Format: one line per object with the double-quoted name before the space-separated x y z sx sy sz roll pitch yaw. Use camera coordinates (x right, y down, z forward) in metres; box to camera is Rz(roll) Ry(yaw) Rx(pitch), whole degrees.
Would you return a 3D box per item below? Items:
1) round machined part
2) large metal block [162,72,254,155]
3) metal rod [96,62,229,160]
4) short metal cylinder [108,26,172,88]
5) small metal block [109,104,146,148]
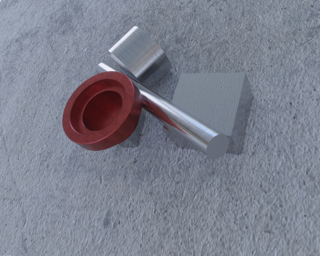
"round machined part" -0.064 -0.017 0.374 0.098 0.042 0.098 -12 58 21
"large metal block" 0.059 -0.018 0.369 0.080 0.050 0.080 5 64 30
"metal rod" -0.021 -0.040 0.391 0.025 0.025 0.300 -46 37 -4
"short metal cylinder" -0.029 -0.097 0.443 0.050 0.080 0.080 -45 51 -3
"small metal block" -0.046 -0.006 0.416 0.025 0.050 0.050 -2 61 27
